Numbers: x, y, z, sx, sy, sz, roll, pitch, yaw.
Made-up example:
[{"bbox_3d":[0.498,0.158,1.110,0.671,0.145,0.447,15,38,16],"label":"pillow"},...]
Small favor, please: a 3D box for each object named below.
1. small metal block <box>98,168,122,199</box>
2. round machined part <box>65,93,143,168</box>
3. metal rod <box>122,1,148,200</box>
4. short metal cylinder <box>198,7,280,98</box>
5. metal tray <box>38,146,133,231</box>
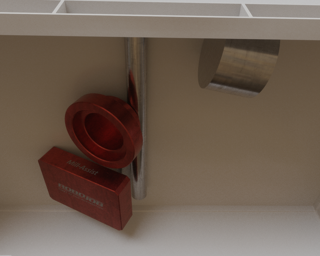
[{"bbox_3d":[-0.081,0.081,0.457,0.025,0.050,0.050,23,132,17],"label":"small metal block"},{"bbox_3d":[-0.064,-0.001,0.380,0.098,0.042,0.097,17,132,20],"label":"round machined part"},{"bbox_3d":[-0.029,-0.008,0.402,0.025,0.025,0.298,1,130,-2],"label":"metal rod"},{"bbox_3d":[0.075,-0.074,0.311,0.050,0.080,0.079,11,129,-9],"label":"short metal cylinder"},{"bbox_3d":[-0.105,0.086,0.442,0.130,0.030,0.089,18,133,19],"label":"metal tray"}]
